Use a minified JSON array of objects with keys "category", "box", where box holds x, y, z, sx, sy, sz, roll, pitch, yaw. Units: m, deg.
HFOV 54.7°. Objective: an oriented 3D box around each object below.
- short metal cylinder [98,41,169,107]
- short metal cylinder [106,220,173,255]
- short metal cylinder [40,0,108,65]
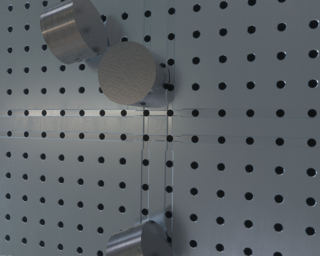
[{"category":"short metal cylinder","box":[-0.034,-0.069,0.411,0.080,0.050,0.079,0,90,20]},{"category":"short metal cylinder","box":[-0.023,0.164,0.391,0.050,0.080,0.080,-25,82,18]},{"category":"short metal cylinder","box":[-0.115,-0.133,0.424,0.050,0.080,0.080,-13,86,19]}]
